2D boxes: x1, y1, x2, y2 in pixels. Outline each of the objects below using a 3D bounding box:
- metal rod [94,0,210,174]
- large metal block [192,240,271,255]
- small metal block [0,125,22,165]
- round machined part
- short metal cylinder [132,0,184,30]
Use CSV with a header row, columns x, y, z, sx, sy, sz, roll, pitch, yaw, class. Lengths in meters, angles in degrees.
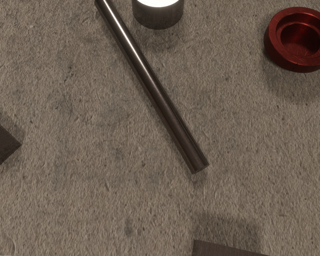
x,y,z,sx,sy,sz,roll,pitch,yaw,class
-0.019,-0.072,0.434,0.025,0.025,0.299,-27,72,-10,metal rod
0.072,0.171,0.333,0.080,0.050,0.080,12,70,4,large metal block
-0.219,0.020,0.398,0.050,0.025,0.050,39,74,13,small metal block
0.198,-0.121,0.446,0.099,0.042,0.098,0,70,-1,round machined part
-0.003,-0.197,0.467,0.081,0.050,0.080,0,70,0,short metal cylinder
